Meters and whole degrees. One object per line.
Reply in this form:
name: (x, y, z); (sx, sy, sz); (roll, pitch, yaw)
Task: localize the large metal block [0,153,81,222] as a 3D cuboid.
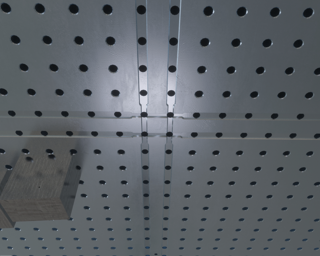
large metal block: (-0.167, 0.084, 0.446); (0.080, 0.080, 0.050); (-3, 130, 2)

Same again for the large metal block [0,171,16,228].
large metal block: (-0.277, 0.116, 0.491); (0.080, 0.050, 0.080); (-3, 130, 2)
